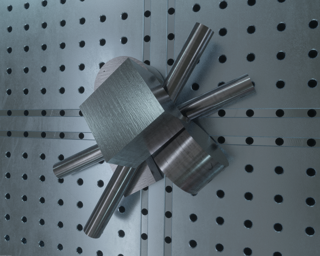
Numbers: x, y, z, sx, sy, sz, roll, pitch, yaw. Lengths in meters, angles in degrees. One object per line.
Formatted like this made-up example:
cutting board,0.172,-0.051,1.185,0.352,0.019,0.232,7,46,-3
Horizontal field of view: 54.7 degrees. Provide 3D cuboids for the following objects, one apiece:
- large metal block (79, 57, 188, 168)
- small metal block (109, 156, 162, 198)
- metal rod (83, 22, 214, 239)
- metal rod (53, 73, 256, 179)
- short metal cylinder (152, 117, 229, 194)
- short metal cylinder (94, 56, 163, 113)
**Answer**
large metal block,-0.030,-0.014,0.339,0.080,0.050,0.080,-42,60,16
small metal block,-0.033,0.059,0.420,0.050,0.025,0.050,-29,81,17
metal rod,-0.019,0.010,0.389,0.025,0.025,0.299,32,100,17
metal rod,-0.020,0.005,0.416,0.300,0.025,0.025,-25,82,18
short metal cylinder,0.035,0.031,0.367,0.050,0.080,0.080,-45,76,15
short metal cylinder,-0.039,-0.050,0.409,0.080,0.050,0.079,0,90,20
